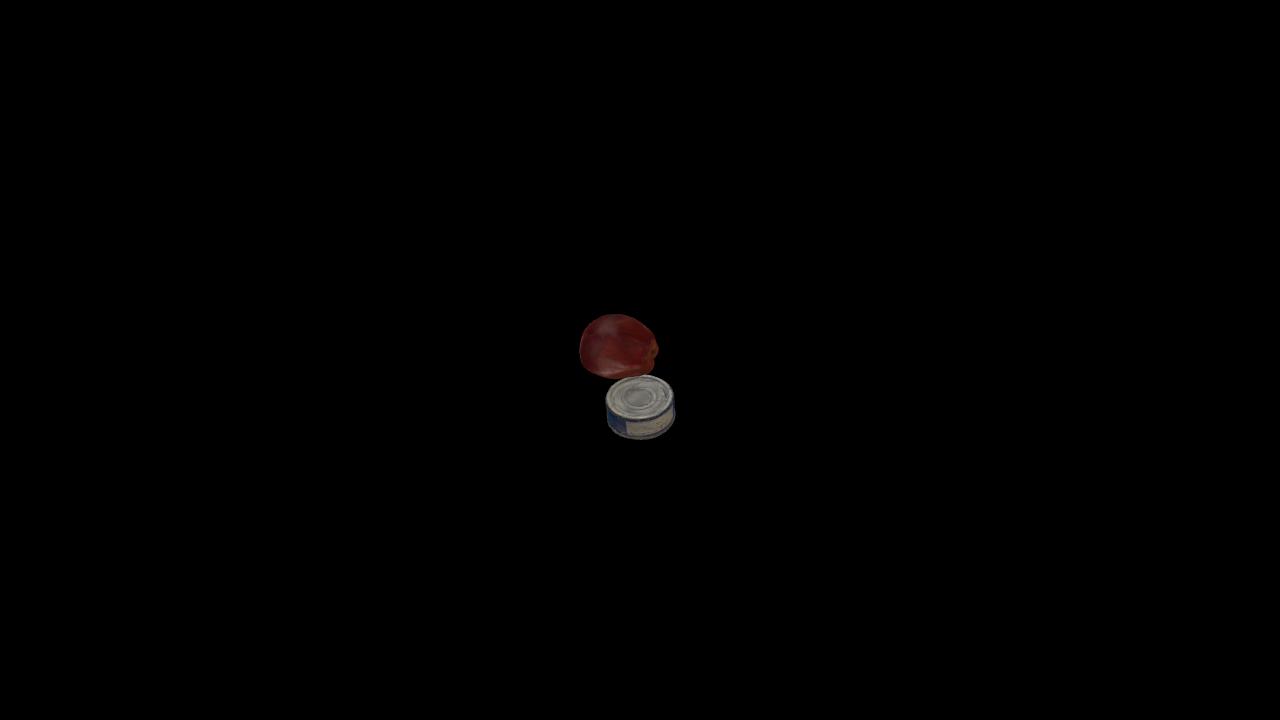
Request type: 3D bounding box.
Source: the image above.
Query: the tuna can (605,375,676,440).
[{"bbox_3d":[0.000,0.055,0.741,0.084,0.034,0.084,-3,38,3],"label":"tuna can"}]

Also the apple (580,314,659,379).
[{"bbox_3d":[-0.027,-0.015,0.732,0.093,0.079,0.079,7,3,21],"label":"apple"}]
